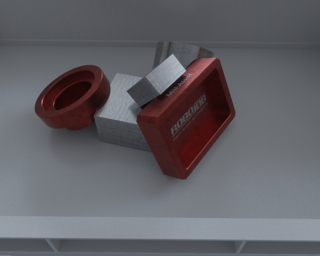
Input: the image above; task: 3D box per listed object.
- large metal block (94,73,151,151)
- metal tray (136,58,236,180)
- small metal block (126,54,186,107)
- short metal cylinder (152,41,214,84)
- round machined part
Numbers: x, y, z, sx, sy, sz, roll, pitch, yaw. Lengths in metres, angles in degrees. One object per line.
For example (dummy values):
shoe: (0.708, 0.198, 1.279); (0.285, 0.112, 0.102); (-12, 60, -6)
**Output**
large metal block: (-0.029, -0.021, 0.404); (0.080, 0.050, 0.080); (11, 51, 9)
metal tray: (0.038, -0.014, 0.372); (0.030, 0.090, 0.131); (8, 44, 43)
small metal block: (-0.005, -0.055, 0.366); (0.025, 0.050, 0.050); (51, 59, -10)
short metal cylinder: (0.031, -0.085, 0.431); (0.080, 0.080, 0.050); (13, 95, 10)
round machined part: (-0.108, -0.035, 0.405); (0.098, 0.042, 0.098); (-16, 42, 15)
